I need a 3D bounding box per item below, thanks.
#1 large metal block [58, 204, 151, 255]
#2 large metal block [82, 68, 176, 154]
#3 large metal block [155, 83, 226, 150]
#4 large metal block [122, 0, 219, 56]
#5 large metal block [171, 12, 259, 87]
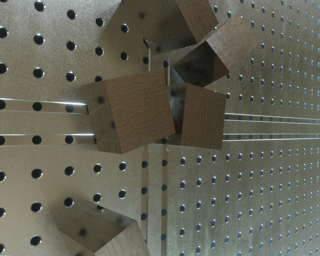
[{"bbox_3d":[-0.054,0.137,0.330,0.050,0.080,0.080,-31,110,-36],"label":"large metal block"},{"bbox_3d":[-0.035,-0.021,0.365,0.081,0.050,0.079,-20,103,-38],"label":"large metal block"},{"bbox_3d":[0.044,-0.013,0.432,0.081,0.050,0.080,10,84,-40],"label":"large metal block"},{"bbox_3d":[0.013,-0.144,0.386,0.050,0.080,0.080,-48,119,-29],"label":"large metal block"},{"bbox_3d":[0.076,-0.103,0.432,0.050,0.080,0.080,50,59,-10],"label":"large metal block"}]
